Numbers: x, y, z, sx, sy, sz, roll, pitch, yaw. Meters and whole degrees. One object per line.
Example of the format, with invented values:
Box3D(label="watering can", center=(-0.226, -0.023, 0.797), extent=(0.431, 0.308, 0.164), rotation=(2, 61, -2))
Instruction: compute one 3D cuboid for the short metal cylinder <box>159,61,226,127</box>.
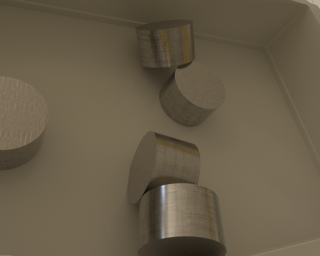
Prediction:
Box3D(label="short metal cylinder", center=(0.046, -0.048, 0.444), extent=(0.081, 0.050, 0.080), rotation=(14, 56, -21))

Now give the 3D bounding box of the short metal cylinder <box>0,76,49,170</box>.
Box3D(label="short metal cylinder", center=(-0.157, -0.004, 0.308), extent=(0.081, 0.050, 0.080), rotation=(14, 56, -21))

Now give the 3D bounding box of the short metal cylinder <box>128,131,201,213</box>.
Box3D(label="short metal cylinder", center=(0.002, 0.048, 0.342), extent=(0.050, 0.080, 0.080), rotation=(18, 55, -18))

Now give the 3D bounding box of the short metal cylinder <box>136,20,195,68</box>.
Box3D(label="short metal cylinder", center=(0.009, -0.122, 0.441), extent=(0.080, 0.050, 0.080), rotation=(-6, 26, 3))

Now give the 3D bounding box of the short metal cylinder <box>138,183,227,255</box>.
Box3D(label="short metal cylinder", center=(0.020, 0.096, 0.298), extent=(0.081, 0.080, 0.050), rotation=(17, 45, -19))
